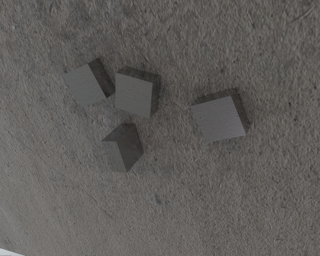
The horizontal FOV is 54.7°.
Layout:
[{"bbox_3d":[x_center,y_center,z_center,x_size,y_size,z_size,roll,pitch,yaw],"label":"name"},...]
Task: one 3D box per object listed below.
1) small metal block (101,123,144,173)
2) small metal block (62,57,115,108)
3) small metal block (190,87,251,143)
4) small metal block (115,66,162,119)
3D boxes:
[{"bbox_3d":[-0.051,0.027,0.434,0.025,0.050,0.050,0,118,28],"label":"small metal block"},{"bbox_3d":[-0.095,-0.061,0.420,0.050,0.025,0.050,-15,111,34],"label":"small metal block"},{"bbox_3d":[0.071,-0.014,0.361,0.050,0.025,0.050,-14,112,33],"label":"small metal block"},{"bbox_3d":[-0.028,-0.046,0.394,0.050,0.025,0.050,18,126,17],"label":"small metal block"}]
